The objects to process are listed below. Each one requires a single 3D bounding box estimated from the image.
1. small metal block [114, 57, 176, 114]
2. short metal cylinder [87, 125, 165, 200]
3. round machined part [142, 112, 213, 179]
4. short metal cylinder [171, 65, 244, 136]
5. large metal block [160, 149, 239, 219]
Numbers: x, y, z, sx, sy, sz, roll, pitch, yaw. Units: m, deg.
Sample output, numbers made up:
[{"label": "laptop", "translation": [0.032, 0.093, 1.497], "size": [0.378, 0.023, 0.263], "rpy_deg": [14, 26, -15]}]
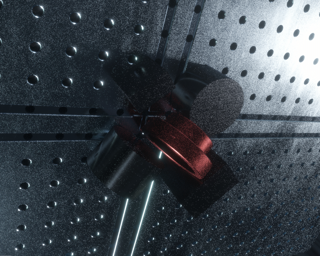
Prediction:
[{"label": "small metal block", "translation": [-0.018, -0.050, 0.355], "size": [0.050, 0.050, 0.025], "rpy_deg": [-36, 130, -5]}, {"label": "short metal cylinder", "translation": [-0.041, 0.041, 0.379], "size": [0.050, 0.080, 0.080], "rpy_deg": [-50, 129, 6]}, {"label": "round machined part", "translation": [0.027, 0.017, 0.392], "size": [0.042, 0.098, 0.098], "rpy_deg": [-50, 130, -9]}, {"label": "short metal cylinder", "translation": [0.062, -0.036, 0.408], "size": [0.081, 0.050, 0.079], "rpy_deg": [-14, 125, -21]}, {"label": "large metal block", "translation": [0.051, 0.067, 0.448], "size": [0.080, 0.080, 0.050], "rpy_deg": [-40, 130, -2]}]
